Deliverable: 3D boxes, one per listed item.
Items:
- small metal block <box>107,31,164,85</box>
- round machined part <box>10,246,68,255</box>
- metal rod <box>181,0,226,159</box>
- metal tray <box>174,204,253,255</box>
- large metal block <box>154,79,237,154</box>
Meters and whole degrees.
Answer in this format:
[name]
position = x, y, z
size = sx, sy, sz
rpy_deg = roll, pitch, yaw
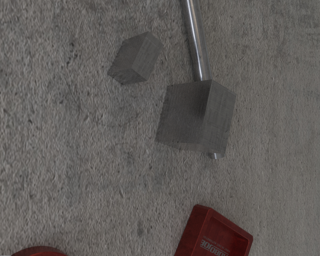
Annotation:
[small metal block]
position = -0.029, -0.080, 0.364
size = 0.025, 0.050, 0.050
rpy_deg = 35, 69, -35
[round machined part]
position = -0.118, 0.169, 0.296
size = 0.099, 0.042, 0.097
rpy_deg = 0, 90, -40
[metal rod]
position = 0.059, -0.100, 0.453
size = 0.025, 0.025, 0.298
rpy_deg = -19, 102, -38
[metal tray]
position = 0.086, 0.184, 0.473
size = 0.130, 0.030, 0.090
rpy_deg = 39, 66, -33
[large metal block]
position = 0.046, -0.013, 0.407
size = 0.050, 0.080, 0.080
rpy_deg = 22, 76, -38
